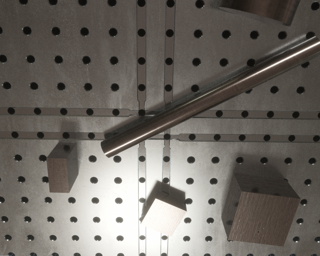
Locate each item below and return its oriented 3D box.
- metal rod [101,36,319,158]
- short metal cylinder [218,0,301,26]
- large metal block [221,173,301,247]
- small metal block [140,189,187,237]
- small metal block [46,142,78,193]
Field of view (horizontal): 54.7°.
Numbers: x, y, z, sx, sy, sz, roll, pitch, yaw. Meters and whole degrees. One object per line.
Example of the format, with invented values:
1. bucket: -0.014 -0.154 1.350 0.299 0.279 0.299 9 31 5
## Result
1. metal rod: 0.059 -0.036 0.401 0.301 0.025 0.025 -26 108 8
2. short metal cylinder: 0.109 -0.145 0.332 0.081 0.080 0.050 13 110 -5
3. large metal block: 0.141 0.117 0.445 0.081 0.050 0.079 8 110 -4
4. small metal block: 0.005 0.126 0.460 0.050 0.025 0.050 25 108 -10
5. small metal block: -0.130 0.052 0.418 0.025 0.050 0.050 2 110 -1
